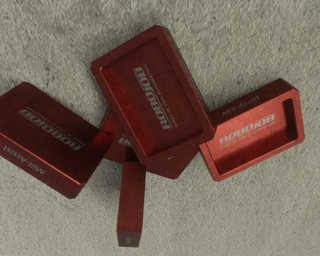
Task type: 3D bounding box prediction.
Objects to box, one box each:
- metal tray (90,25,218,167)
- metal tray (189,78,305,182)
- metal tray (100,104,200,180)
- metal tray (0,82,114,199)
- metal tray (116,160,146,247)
[{"bbox_3d":[-0.006,-0.033,0.339,0.090,0.030,0.130,-25,97,19],"label":"metal tray"},{"bbox_3d":[0.111,0.006,0.390,0.130,0.030,0.090,-26,127,2],"label":"metal tray"},{"bbox_3d":[-0.016,0.016,0.419,0.131,0.030,0.089,20,127,-17],"label":"metal tray"},{"bbox_3d":[-0.128,0.010,0.353,0.130,0.090,0.030,35,123,-6],"label":"metal tray"},{"bbox_3d":[-0.040,0.111,0.434,0.030,0.090,0.129,5,151,-4],"label":"metal tray"}]
